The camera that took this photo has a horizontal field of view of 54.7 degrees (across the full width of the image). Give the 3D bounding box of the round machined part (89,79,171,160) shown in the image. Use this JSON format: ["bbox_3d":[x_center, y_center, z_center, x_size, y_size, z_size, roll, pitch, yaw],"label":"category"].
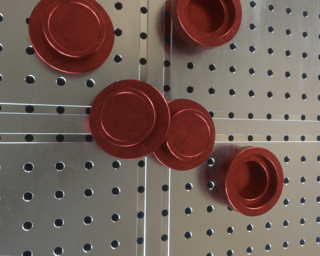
[{"bbox_3d":[-0.037,-0.011,0.370,0.099,0.042,0.097,-1,84,5],"label":"round machined part"}]

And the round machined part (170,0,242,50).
[{"bbox_3d":[0.059,-0.156,0.427,0.099,0.042,0.097,0,90,-21],"label":"round machined part"}]

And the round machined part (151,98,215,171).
[{"bbox_3d":[0.032,0.009,0.417,0.099,0.042,0.097,0,90,-21],"label":"round machined part"}]

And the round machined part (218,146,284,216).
[{"bbox_3d":[0.127,0.075,0.452,0.099,0.042,0.097,0,90,-21],"label":"round machined part"}]

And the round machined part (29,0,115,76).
[{"bbox_3d":[-0.102,-0.113,0.366,0.099,0.042,0.097,0,90,-21],"label":"round machined part"}]
